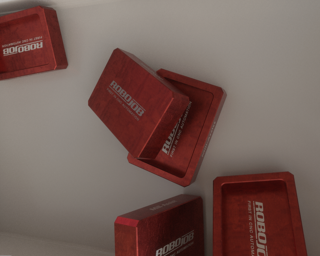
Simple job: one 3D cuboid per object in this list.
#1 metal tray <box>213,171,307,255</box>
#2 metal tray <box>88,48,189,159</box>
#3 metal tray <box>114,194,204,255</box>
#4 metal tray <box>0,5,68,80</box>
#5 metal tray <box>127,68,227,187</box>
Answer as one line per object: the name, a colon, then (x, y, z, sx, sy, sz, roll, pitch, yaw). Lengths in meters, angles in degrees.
metal tray: (0.105, 0.114, 0.333, 0.090, 0.030, 0.130, -8, 51, 19)
metal tray: (-0.033, -0.033, 0.390, 0.130, 0.030, 0.090, 43, 111, 37)
metal tray: (0.006, 0.132, 0.351, 0.030, 0.131, 0.089, -2, 89, 36)
metal tray: (-0.212, -0.125, 0.472, 0.130, 0.030, 0.089, -6, 101, 19)
metal tray: (0.021, -0.001, 0.400, 0.090, 0.030, 0.129, 21, 97, 18)
